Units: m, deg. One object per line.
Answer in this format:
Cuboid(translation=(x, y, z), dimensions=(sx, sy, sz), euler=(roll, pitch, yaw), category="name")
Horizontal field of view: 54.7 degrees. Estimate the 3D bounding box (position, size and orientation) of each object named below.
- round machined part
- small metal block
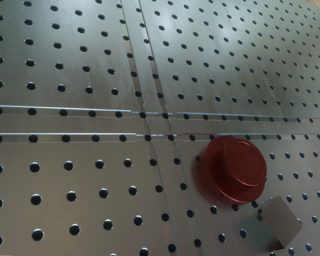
Cuboid(translation=(0.105, 0.053, 0.421), dimensions=(0.099, 0.042, 0.098), euler=(14, 56, -21), category="round machined part")
Cuboid(translation=(0.154, 0.127, 0.414), dimensions=(0.050, 0.025, 0.050), euler=(-25, 76, -37), category="small metal block")
